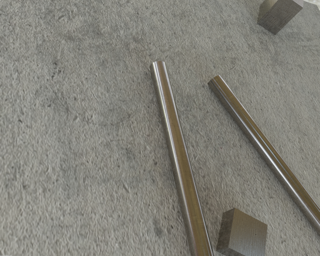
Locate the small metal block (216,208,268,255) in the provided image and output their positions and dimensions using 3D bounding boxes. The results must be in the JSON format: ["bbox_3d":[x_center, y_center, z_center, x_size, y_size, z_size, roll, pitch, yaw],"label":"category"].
[{"bbox_3d":[0.101,0.134,0.378,0.050,0.025,0.050,29,52,-10],"label":"small metal block"}]

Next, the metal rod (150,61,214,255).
[{"bbox_3d":[0.025,0.040,0.394,0.025,0.025,0.299,2,61,-28],"label":"metal rod"}]

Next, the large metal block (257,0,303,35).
[{"bbox_3d":[0.262,-0.266,0.676,0.050,0.080,0.080,29,52,-10],"label":"large metal block"}]

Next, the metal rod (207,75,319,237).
[{"bbox_3d":[0.169,0.044,0.470,0.025,0.025,0.299,-25,76,-37],"label":"metal rod"}]
